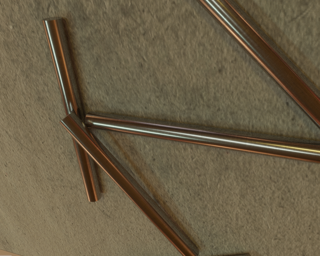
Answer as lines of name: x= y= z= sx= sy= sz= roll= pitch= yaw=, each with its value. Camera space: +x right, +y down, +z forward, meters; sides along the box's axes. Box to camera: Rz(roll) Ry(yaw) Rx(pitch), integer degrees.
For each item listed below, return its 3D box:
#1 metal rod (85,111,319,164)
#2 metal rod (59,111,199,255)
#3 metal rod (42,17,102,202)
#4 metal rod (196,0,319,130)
metal rod: x=0.036 y=0.007 z=0.391 sx=0.301 sy=0.025 sz=0.025 roll=8 pitch=122 yaw=23
metal rod: x=-0.039 y=0.096 z=0.469 sx=0.025 sy=0.025 sz=0.300 roll=-28 pitch=108 yaw=37
metal rod: x=-0.125 y=-0.009 z=0.464 sx=0.025 sy=0.025 sz=0.298 roll=9 pitch=123 yaw=23
metal rod: x=0.110 y=-0.068 z=0.306 sx=0.300 sy=0.025 sz=0.025 roll=45 pitch=129 yaw=-4
